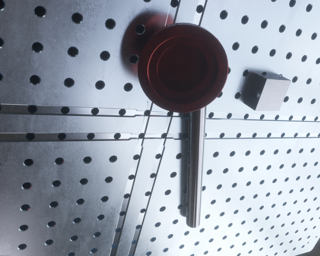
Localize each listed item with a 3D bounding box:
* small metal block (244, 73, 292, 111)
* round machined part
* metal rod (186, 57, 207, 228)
[{"bbox_3d":[0.162,-0.054,0.467,0.050,0.025,0.050,-2,119,-28],"label":"small metal block"},{"bbox_3d":[0.025,-0.070,0.355,0.099,0.042,0.097,0,115,0],"label":"round machined part"},{"bbox_3d":[0.054,0.041,0.465,0.025,0.025,0.298,-15,125,-20],"label":"metal rod"}]
